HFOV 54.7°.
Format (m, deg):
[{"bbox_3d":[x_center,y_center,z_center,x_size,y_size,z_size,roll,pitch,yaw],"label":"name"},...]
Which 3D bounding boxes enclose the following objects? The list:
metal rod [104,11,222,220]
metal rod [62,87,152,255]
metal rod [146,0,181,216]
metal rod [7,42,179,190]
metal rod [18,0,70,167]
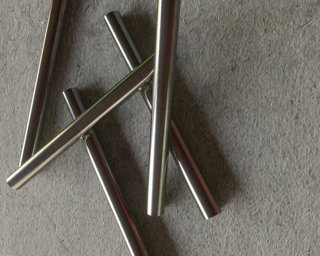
[{"bbox_3d":[-0.001,-0.024,0.409,0.025,0.025,0.299,-30,81,17],"label":"metal rod"},{"bbox_3d":[-0.069,0.080,0.433,0.025,0.025,0.299,-28,81,18],"label":"metal rod"},{"bbox_3d":[0.003,-0.032,0.369,0.025,0.025,0.298,10,108,19],"label":"metal rod"},{"bbox_3d":[-0.100,-0.007,0.416,0.300,0.025,0.025,-37,78,16],"label":"metal rod"},{"bbox_3d":[-0.176,-0.069,0.471,0.025,0.025,0.298,15,95,19],"label":"metal rod"}]
